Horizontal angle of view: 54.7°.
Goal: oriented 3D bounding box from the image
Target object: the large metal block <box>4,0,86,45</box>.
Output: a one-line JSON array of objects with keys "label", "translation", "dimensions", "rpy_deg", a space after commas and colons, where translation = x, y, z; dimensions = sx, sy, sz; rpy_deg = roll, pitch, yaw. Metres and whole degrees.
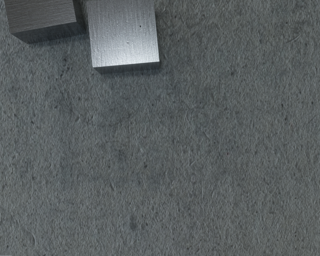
[{"label": "large metal block", "translation": [-0.147, -0.160, 0.396], "dimensions": [0.080, 0.050, 0.080], "rpy_deg": [-11, 90, 0]}]

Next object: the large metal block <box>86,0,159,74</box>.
[{"label": "large metal block", "translation": [-0.045, -0.116, 0.397], "dimensions": [0.080, 0.050, 0.080], "rpy_deg": [-5, 90, 0]}]
